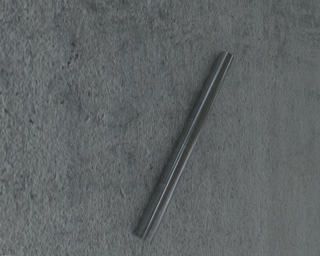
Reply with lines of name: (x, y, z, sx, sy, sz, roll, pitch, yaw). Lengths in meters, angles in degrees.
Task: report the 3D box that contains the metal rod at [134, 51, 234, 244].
metal rod: (0.042, 0.013, 0.438, 0.025, 0.025, 0.300, 41, 65, -33)
